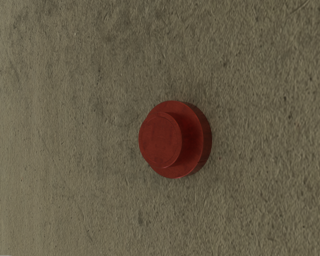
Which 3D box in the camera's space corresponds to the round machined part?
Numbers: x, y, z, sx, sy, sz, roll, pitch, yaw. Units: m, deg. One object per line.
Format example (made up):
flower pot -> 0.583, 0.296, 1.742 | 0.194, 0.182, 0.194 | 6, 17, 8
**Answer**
round machined part -> 0.012, 0.014, 0.385 | 0.098, 0.042, 0.097 | 0, 90, 40
